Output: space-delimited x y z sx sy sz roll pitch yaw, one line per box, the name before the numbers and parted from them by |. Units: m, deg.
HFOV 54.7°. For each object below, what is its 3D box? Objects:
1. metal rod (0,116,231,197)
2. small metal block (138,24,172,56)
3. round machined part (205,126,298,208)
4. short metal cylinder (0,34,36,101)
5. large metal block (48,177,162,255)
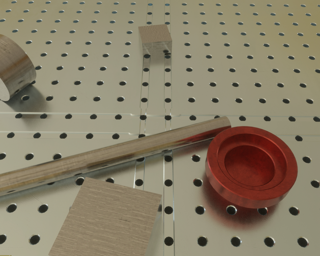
metal rod | -0.054 0.032 0.379 0.302 0.025 0.025 -14 52 -12
small metal block | -0.009 -0.153 0.536 0.050 0.025 0.050 -8 51 -7
round machined part | 0.101 0.048 0.358 0.099 0.042 0.098 0 50 0
short metal cylinder | -0.226 -0.085 0.441 0.080 0.080 0.050 25 54 19
large metal block | -0.047 0.103 0.304 0.080 0.050 0.080 12 51 9
